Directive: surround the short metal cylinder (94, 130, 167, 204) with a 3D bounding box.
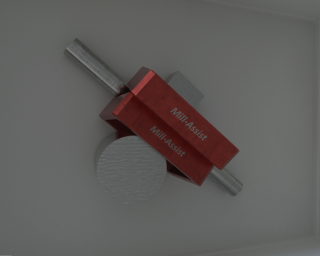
[{"bbox_3d":[-0.037,0.045,0.377,0.081,0.050,0.079,-2,98,-15],"label":"short metal cylinder"}]

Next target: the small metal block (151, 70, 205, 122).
[{"bbox_3d":[0.023,-0.041,0.418,0.050,0.025,0.050,42,76,-16],"label":"small metal block"}]

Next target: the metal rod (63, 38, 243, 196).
[{"bbox_3d":[0.002,-0.005,0.412,0.300,0.025,0.025,41,77,-16],"label":"metal rod"}]

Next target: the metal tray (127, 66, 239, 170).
[{"bbox_3d":[0.023,-0.014,0.357,0.130,0.090,0.030,41,94,-16],"label":"metal tray"}]

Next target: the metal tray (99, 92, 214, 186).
[{"bbox_3d":[-0.007,0.014,0.373,0.130,0.090,0.030,41,77,-16],"label":"metal tray"}]
